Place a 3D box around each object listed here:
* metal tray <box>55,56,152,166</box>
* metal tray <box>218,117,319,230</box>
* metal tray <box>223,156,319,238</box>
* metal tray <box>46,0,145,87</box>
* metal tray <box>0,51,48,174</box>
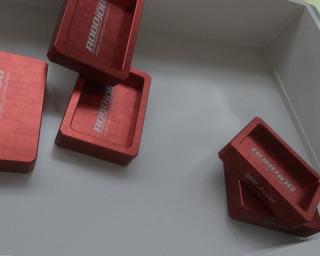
[{"bbox_3d":[-0.065,-0.027,0.384,0.091,0.030,0.130,20,54,-17],"label":"metal tray"},{"bbox_3d":[0.150,0.055,0.409,0.130,0.030,0.091,47,46,9],"label":"metal tray"},{"bbox_3d":[0.153,0.091,0.426,0.131,0.030,0.090,19,48,-18],"label":"metal tray"},{"bbox_3d":[-0.074,-0.126,0.379,0.091,0.030,0.130,21,68,-31],"label":"metal tray"},{"bbox_3d":[-0.172,-0.021,0.323,0.091,0.030,0.130,9,58,-24],"label":"metal tray"}]
